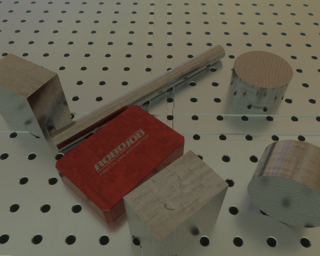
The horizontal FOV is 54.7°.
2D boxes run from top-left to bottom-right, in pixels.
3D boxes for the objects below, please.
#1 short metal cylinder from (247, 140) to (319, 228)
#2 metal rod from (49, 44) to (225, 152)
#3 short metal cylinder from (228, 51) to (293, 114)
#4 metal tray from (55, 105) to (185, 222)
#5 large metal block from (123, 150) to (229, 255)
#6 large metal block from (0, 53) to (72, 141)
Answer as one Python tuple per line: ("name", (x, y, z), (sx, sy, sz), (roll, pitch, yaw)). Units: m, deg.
("short metal cylinder", (0.139, 0.058, 0.324), (0.080, 0.080, 0.050), (24, 54, 19))
("metal rod", (-0.017, -0.054, 0.452), (0.302, 0.025, 0.025), (-32, 57, -24))
("short metal cylinder", (0.143, -0.067, 0.448), (0.081, 0.050, 0.080), (0, 50, 0))
("metal tray", (-0.044, 0.036, 0.374), (0.090, 0.030, 0.131), (35, 58, 25))
("large metal block", (0.015, 0.081, 0.304), (0.080, 0.080, 0.050), (-32, 57, -24))
("large metal block", (-0.171, -0.040, 0.404), (0.080, 0.080, 0.050), (24, 54, 19))
